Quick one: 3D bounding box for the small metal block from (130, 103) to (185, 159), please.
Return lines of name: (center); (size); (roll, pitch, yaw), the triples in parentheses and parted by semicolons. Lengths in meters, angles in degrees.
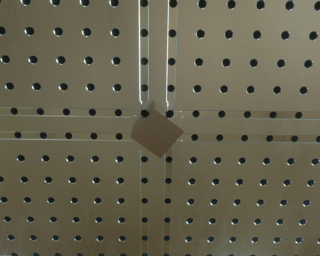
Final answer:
small metal block: (-0.003, 0.004, 0.415); (0.050, 0.025, 0.050); (37, 106, -13)
